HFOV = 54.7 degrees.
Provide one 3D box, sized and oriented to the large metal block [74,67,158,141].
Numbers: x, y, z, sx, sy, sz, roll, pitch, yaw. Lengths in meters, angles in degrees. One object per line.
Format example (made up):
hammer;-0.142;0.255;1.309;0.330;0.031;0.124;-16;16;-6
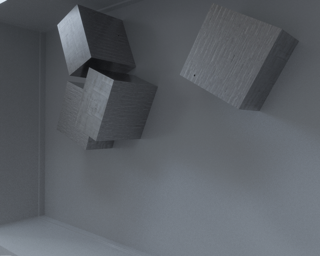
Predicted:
large metal block;-0.059;-0.030;0.417;0.050;0.081;0.079;30;109;35

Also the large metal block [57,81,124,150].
large metal block;-0.108;-0.020;0.477;0.080;0.050;0.079;27;107;36

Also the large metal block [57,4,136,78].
large metal block;-0.090;-0.117;0.442;0.050;0.081;0.080;-27;73;36

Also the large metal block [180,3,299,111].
large metal block;0.080;-0.072;0.323;0.080;0.050;0.079;37;113;33
